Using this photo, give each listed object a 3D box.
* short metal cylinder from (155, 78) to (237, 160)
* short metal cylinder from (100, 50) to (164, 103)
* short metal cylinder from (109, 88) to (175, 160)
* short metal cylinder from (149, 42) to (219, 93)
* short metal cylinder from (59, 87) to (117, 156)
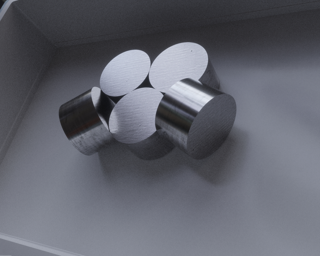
[{"bbox_3d":[0.041,-0.011,0.353,0.050,0.080,0.080,33,81,38],"label":"short metal cylinder"},{"bbox_3d":[-0.039,-0.066,0.449,0.080,0.050,0.080,-13,56,21],"label":"short metal cylinder"},{"bbox_3d":[-0.018,-0.005,0.400,0.080,0.050,0.080,-13,56,21],"label":"short metal cylinder"},{"bbox_3d":[0.033,-0.066,0.411,0.080,0.050,0.080,-13,56,21],"label":"short metal cylinder"},{"bbox_3d":[-0.090,-0.009,0.422,0.050,0.080,0.080,-27,52,11],"label":"short metal cylinder"}]
